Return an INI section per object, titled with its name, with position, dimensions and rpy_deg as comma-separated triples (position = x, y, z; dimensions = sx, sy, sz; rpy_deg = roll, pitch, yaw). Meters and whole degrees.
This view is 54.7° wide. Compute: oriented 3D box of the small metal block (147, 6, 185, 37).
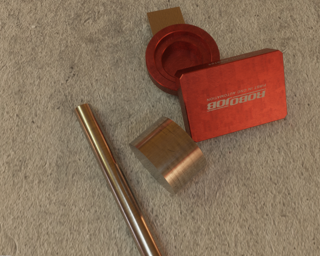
[small metal block]
position = 0.011, -0.149, 0.463
dimensions = 0.050, 0.025, 0.050
rpy_deg = -13, 71, -5

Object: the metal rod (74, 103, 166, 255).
[metal rod]
position = -0.034, 0.099, 0.371
dimensions = 0.025, 0.025, 0.299
rpy_deg = -26, 72, -9

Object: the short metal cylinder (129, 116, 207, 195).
[short metal cylinder]
position = 0.009, 0.033, 0.367
dimensions = 0.050, 0.080, 0.080
rpy_deg = -41, 75, -13

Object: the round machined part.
[round machined part]
position = 0.030, -0.090, 0.428
dimensions = 0.099, 0.042, 0.098
rpy_deg = 0, 77, 0

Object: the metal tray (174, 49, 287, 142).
[metal tray]
position = 0.092, -0.042, 0.394
dimensions = 0.131, 0.030, 0.089
rpy_deg = -15, 111, -6
